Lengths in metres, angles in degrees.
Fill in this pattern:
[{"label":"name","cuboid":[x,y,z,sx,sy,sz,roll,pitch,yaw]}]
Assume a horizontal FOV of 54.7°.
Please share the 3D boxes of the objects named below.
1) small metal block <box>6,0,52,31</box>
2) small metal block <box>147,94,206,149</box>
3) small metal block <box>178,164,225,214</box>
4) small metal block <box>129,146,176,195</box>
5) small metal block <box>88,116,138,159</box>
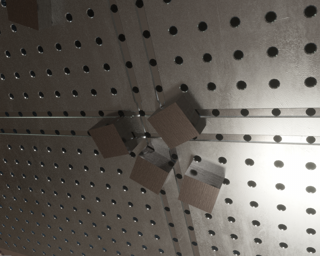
[{"label":"small metal block","cuboid":[-0.169,-0.160,0.399,0.050,0.025,0.050,21,126,15]},{"label":"small metal block","cuboid":[0.021,-0.007,0.394,0.050,0.025,0.050,-30,102,37]},{"label":"small metal block","cuboid":[0.057,0.085,0.433,0.050,0.025,0.050,21,126,15]},{"label":"small metal block","cuboid":[-0.012,0.063,0.455,0.050,0.025,0.050,29,128,9]},{"label":"small metal block","cuboid":[-0.069,0.014,0.454,0.050,0.025,0.050,-13,112,33]}]
